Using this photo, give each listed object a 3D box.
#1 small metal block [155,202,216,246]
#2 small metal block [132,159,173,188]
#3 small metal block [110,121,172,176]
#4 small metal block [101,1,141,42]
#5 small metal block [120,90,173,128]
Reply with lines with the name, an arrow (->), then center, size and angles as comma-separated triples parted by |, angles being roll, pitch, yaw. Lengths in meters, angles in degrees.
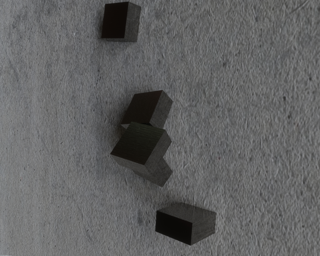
small metal block -> 0.031, 0.110, 0.364 | 0.050, 0.050, 0.025 | 7, 95, 40
small metal block -> -0.018, 0.046, 0.401 | 0.050, 0.050, 0.025 | 19, 63, 38
small metal block -> -0.022, 0.024, 0.368 | 0.050, 0.025, 0.050 | 14, 59, 32
small metal block -> -0.057, -0.154, 0.452 | 0.050, 0.025, 0.050 | 14, 99, 39
small metal block -> -0.017, -0.020, 0.404 | 0.050, 0.025, 0.050 | -3, 55, 40
